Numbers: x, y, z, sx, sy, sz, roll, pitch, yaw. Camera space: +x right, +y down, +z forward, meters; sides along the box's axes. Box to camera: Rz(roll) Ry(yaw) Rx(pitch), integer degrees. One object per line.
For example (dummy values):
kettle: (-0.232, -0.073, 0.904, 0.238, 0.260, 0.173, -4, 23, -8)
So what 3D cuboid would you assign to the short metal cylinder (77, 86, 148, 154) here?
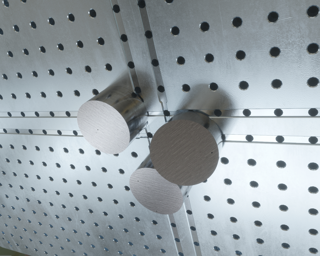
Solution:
short metal cylinder: (-0.064, -0.011, 0.422, 0.080, 0.050, 0.079, 13, 124, 21)

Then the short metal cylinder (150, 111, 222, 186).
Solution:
short metal cylinder: (0.033, 0.023, 0.377, 0.080, 0.050, 0.079, 4, 105, 15)

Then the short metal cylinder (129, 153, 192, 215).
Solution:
short metal cylinder: (0.004, 0.075, 0.439, 0.080, 0.050, 0.079, 13, 124, 21)
